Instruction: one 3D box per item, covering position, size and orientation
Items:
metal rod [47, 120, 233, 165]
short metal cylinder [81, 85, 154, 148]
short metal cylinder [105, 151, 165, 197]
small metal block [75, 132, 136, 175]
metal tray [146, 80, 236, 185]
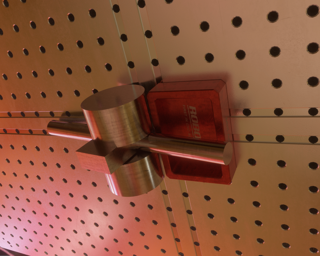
[{"bbox_3d":[-0.050,0.013,0.416,0.300,0.025,0.025,7,122,35],"label":"metal rod"},{"bbox_3d":[-0.053,-0.017,0.391,0.080,0.080,0.050,1,119,28],"label":"short metal cylinder"},{"bbox_3d":[-0.038,0.049,0.425,0.080,0.080,0.050,2,119,27],"label":"short metal cylinder"},{"bbox_3d":[-0.067,0.030,0.387,0.050,0.050,0.025,6,121,35],"label":"small metal block"},{"bbox_3d":[0.042,0.007,0.390,0.090,0.030,0.129,1,119,27],"label":"metal tray"}]
